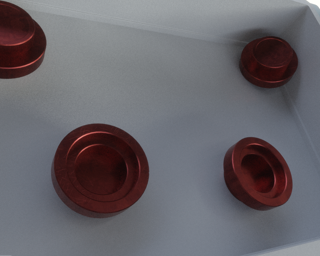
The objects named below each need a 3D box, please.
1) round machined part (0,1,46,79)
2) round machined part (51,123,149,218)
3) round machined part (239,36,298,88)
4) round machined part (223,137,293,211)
[{"bbox_3d":[-0.185,-0.109,0.362,0.099,0.042,0.098,14,56,-21],"label":"round machined part"},{"bbox_3d":[-0.065,0.047,0.331,0.099,0.042,0.098,14,56,-21],"label":"round machined part"},{"bbox_3d":[0.193,-0.122,0.547,0.099,0.042,0.098,-1,65,3],"label":"round machined part"},{"bbox_3d":[0.128,0.065,0.424,0.099,0.042,0.098,14,56,-21],"label":"round machined part"}]
